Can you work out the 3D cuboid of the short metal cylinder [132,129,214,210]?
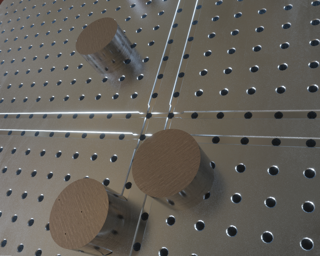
[{"bbox_3d":[0.016,0.048,0.354,0.080,0.050,0.080,-13,56,20],"label":"short metal cylinder"}]

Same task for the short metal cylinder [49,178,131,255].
[{"bbox_3d":[-0.082,0.106,0.369,0.080,0.050,0.080,-13,56,20],"label":"short metal cylinder"}]

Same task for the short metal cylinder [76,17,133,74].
[{"bbox_3d":[-0.094,-0.139,0.525,0.080,0.050,0.080,-13,56,20],"label":"short metal cylinder"}]
